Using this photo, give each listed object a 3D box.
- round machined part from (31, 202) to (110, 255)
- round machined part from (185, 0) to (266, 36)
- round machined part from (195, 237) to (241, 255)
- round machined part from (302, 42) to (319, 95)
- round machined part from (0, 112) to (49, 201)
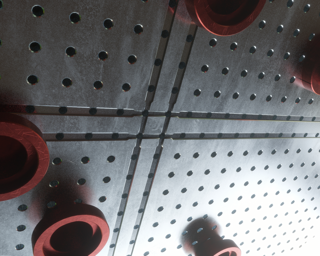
[{"bbox_3d":[-0.122,0.140,0.421,0.099,0.042,0.097,-14,125,-21],"label":"round machined part"},{"bbox_3d":[0.069,-0.156,0.343,0.099,0.042,0.097,-14,125,-21],"label":"round machined part"},{"bbox_3d":[0.111,0.260,0.625,0.099,0.042,0.097,-14,124,-21],"label":"round machined part"},{"bbox_3d":[0.282,-0.097,0.498,0.099,0.042,0.097,-14,125,-21],"label":"round machined part"},{"bbox_3d":[-0.171,0.026,0.324,0.099,0.042,0.097,-14,125,-21],"label":"round machined part"}]
